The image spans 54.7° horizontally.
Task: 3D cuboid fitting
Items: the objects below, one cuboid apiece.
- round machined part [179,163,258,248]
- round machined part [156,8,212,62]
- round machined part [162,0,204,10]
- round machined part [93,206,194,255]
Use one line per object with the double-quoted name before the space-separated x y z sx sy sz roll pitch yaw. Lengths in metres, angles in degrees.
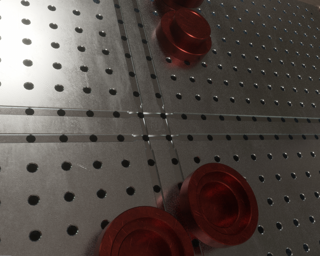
"round machined part" 0.067 0.095 0.377 0.099 0.042 0.098 14 56 -21
"round machined part" 0.046 -0.163 0.524 0.099 0.042 0.098 14 56 -21
"round machined part" 0.036 -0.258 0.577 0.099 0.042 0.098 14 56 -21
"round machined part" -0.018 0.132 0.308 0.099 0.042 0.098 14 56 -21
